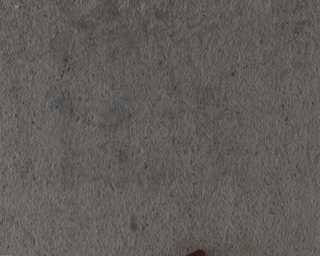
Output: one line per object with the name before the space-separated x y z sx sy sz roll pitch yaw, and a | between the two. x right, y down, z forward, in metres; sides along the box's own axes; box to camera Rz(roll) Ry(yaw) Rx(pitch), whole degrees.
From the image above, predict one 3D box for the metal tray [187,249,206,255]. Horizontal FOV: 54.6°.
metal tray | 0.019 0.232 0.407 0.130 0.030 0.090 -26 90 0
